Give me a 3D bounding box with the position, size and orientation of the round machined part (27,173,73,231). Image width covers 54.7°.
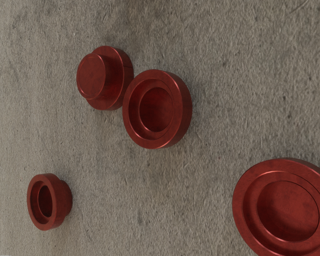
[{"bbox_3d":[-0.194,0.129,0.555,0.098,0.042,0.097,0,90,40],"label":"round machined part"}]

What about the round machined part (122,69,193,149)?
[{"bbox_3d":[0.001,-0.023,0.393,0.098,0.042,0.097,0,90,40],"label":"round machined part"}]

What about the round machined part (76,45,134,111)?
[{"bbox_3d":[-0.089,-0.076,0.468,0.098,0.042,0.097,0,90,40],"label":"round machined part"}]

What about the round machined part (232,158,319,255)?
[{"bbox_3d":[0.123,0.077,0.293,0.098,0.042,0.097,0,90,40],"label":"round machined part"}]
